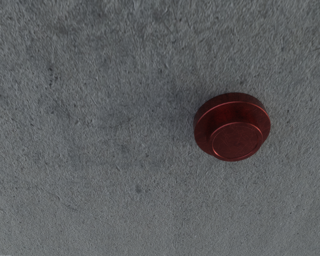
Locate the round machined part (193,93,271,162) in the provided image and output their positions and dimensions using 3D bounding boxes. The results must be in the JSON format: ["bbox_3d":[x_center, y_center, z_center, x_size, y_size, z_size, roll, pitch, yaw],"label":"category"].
[{"bbox_3d":[0.094,0.006,0.402,0.099,0.042,0.097,0,130,0],"label":"round machined part"}]
